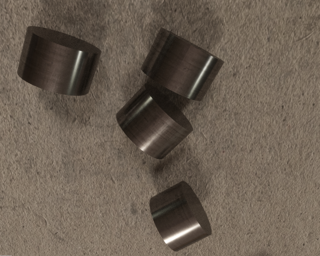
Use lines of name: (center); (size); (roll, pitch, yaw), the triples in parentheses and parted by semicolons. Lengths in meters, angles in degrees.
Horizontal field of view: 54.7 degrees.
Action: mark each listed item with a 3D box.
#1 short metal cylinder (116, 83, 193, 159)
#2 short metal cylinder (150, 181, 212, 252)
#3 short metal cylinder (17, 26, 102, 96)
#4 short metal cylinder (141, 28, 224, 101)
short metal cylinder: (-0.006, -0.008, 0.377); (0.080, 0.080, 0.050); (41, 105, -14)
short metal cylinder: (0.029, 0.120, 0.425); (0.050, 0.080, 0.080); (-31, 108, 10)
short metal cylinder: (-0.113, -0.076, 0.351); (0.080, 0.080, 0.050); (20, 109, -8)
short metal cylinder: (0.025, -0.073, 0.354); (0.080, 0.080, 0.050); (26, 108, -10)
